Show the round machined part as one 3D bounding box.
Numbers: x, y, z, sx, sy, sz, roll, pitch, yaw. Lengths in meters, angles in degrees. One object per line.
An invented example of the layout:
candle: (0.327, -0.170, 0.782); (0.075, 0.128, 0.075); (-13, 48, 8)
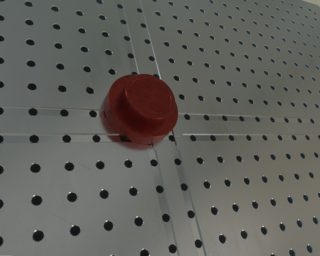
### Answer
round machined part: (-0.019, -0.032, 0.406); (0.099, 0.042, 0.098); (13, 56, -21)
